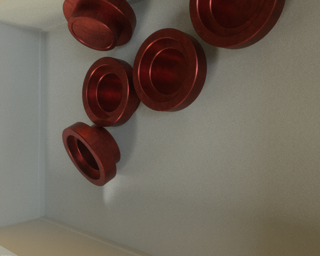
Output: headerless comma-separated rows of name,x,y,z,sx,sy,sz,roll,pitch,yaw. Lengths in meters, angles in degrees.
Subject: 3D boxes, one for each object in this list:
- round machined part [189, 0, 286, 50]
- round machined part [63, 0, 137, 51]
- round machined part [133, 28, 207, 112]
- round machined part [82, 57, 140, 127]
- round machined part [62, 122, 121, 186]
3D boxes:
round machined part,0.082,-0.132,0.323,0.098,0.042,0.097,6,99,41
round machined part,-0.085,-0.143,0.423,0.098,0.098,0.042,-3,61,39
round machined part,0.016,-0.068,0.381,0.098,0.042,0.097,0,90,39
round machined part,-0.065,-0.050,0.447,0.098,0.042,0.097,0,90,39
round machined part,-0.096,0.033,0.455,0.098,0.042,0.097,30,139,31
